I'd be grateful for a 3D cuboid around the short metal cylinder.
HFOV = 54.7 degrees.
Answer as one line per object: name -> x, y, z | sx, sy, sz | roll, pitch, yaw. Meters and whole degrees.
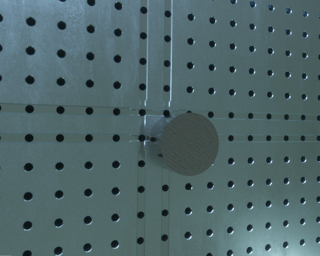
short metal cylinder -> 0.030, 0.020, 0.412 | 0.081, 0.050, 0.079 | 0, 90, -21
